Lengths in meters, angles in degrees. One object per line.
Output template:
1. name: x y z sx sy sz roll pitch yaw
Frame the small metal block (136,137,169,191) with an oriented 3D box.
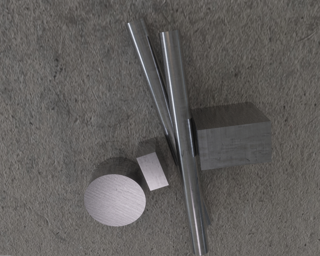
1. small metal block: -0.009 0.047 0.414 0.025 0.050 0.050 -19 109 7

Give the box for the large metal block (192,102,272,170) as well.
1. large metal block: 0.084 0.007 0.384 0.080 0.080 0.050 -7 110 2

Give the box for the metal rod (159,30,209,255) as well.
1. metal rod: 0.034 0.031 0.395 0.025 0.025 0.298 -8 107 3

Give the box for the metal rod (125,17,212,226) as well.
1. metal rod: 0.018 0.007 0.412 0.025 0.025 0.298 -18 109 6

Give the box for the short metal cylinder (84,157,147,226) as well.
1. short metal cylinder: -0.059 0.087 0.428 0.081 0.050 0.079 0 110 0
